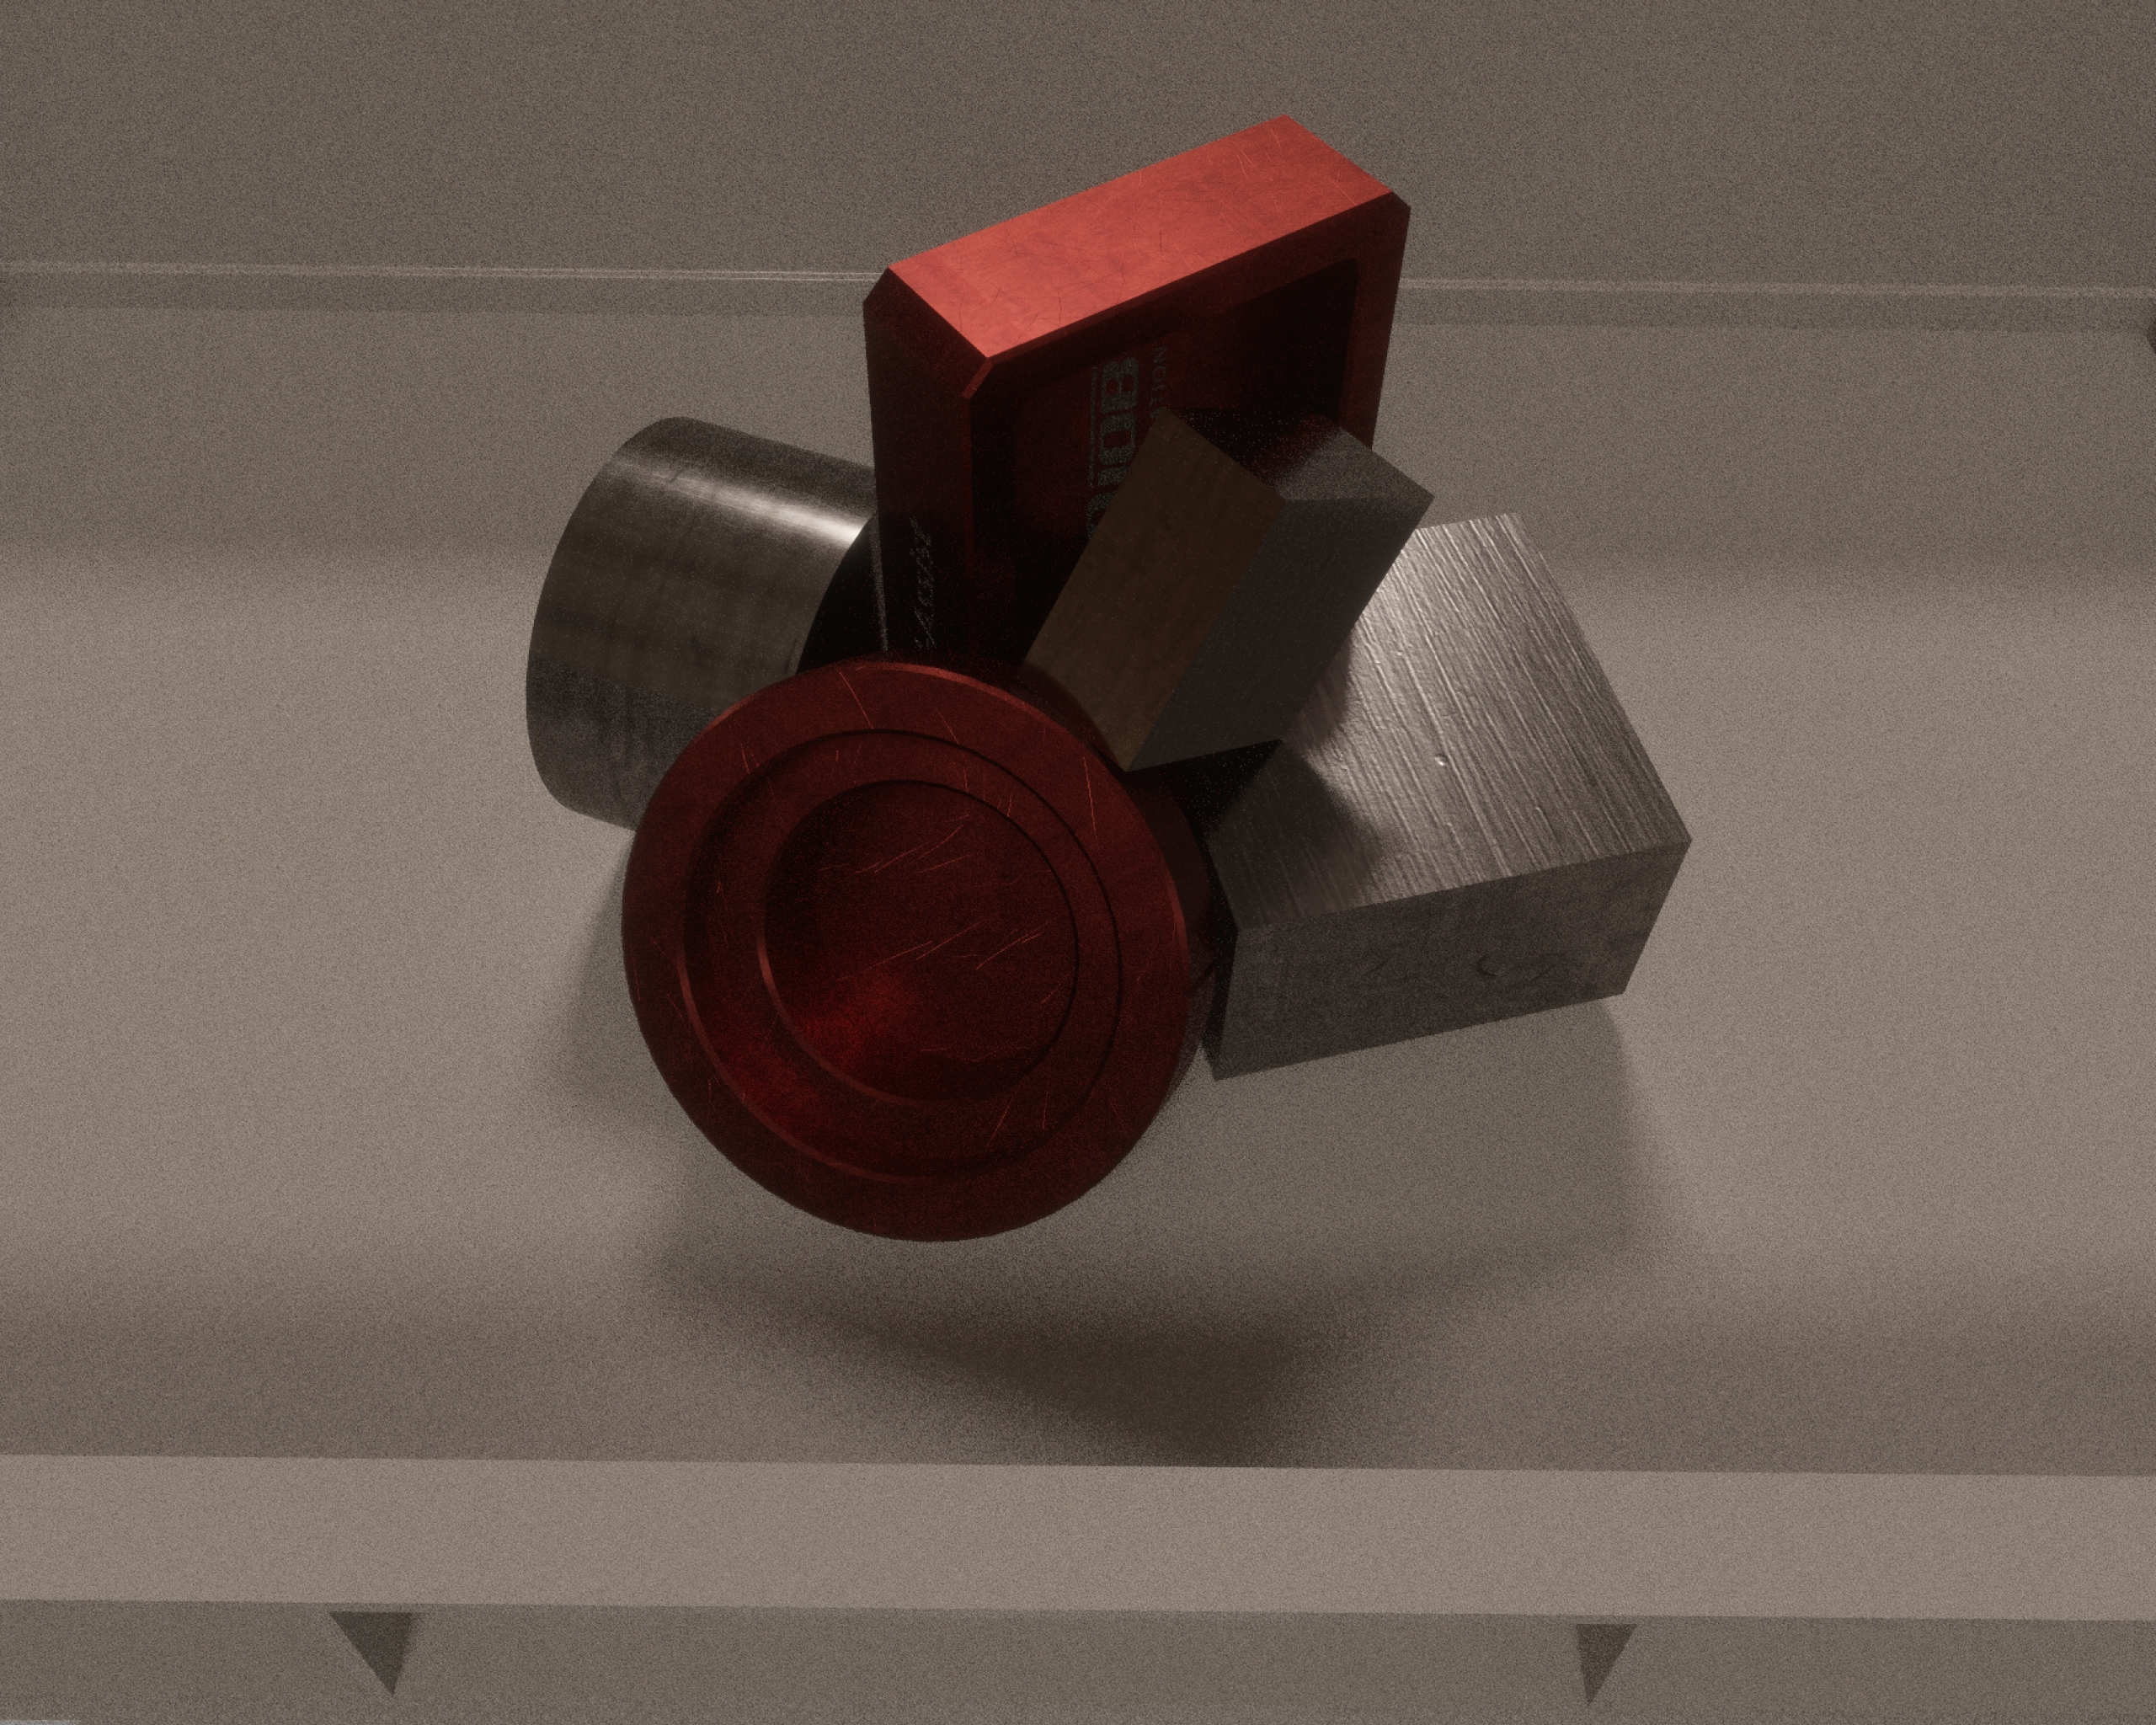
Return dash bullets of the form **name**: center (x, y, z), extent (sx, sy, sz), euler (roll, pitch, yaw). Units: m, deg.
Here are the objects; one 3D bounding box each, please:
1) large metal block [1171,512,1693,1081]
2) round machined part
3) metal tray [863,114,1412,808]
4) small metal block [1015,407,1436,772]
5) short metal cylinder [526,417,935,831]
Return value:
- **large metal block**: center (0.055, -0.014, 0.389), extent (0.081, 0.050, 0.080), euler (-11, 56, -10)
- **round machined part**: center (-0.024, 0.012, 0.358), extent (0.098, 0.097, 0.042), euler (16, 16, 12)
- **metal tray**: center (0.010, -0.062, 0.387), extent (0.091, 0.129, 0.030), euler (-28, 57, -22)
- **small metal block**: center (0.024, -0.045, 0.336), extent (0.025, 0.050, 0.050), euler (42, 29, 21)
- **short metal cylinder**: center (-0.061, -0.040, 0.400), extent (0.050, 0.080, 0.080), euler (18, 52, 14)
